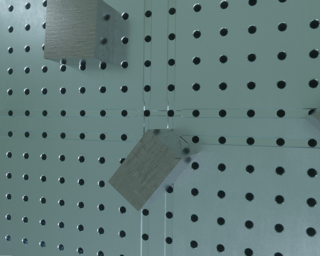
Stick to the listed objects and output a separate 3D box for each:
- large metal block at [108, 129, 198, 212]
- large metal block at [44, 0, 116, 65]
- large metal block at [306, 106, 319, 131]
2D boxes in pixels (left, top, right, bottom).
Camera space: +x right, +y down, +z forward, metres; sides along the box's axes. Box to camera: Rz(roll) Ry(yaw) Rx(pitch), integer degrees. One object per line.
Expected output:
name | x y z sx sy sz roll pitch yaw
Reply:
large metal block | -0.005 0.048 0.386 0.050 0.080 0.080 41 103 15
large metal block | -0.113 -0.134 0.440 0.080 0.050 0.080 4 92 20
large metal block | 0.201 0.000 0.312 0.050 0.080 0.080 -46 76 14
